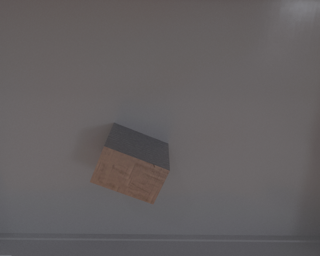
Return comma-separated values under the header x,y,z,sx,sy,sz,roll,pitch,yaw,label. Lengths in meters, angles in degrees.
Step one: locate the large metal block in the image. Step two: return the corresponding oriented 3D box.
x,y,z,sx,sy,sz,roll,pitch,yaw,label
-0.035,0.042,0.397,0.080,0.080,0.050,22,109,-8,large metal block
